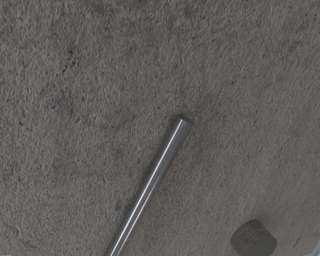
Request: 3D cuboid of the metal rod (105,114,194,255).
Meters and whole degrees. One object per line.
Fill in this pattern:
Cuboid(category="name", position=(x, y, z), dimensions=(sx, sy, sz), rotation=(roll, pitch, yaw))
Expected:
Cuboid(category="metal rod", position=(-0.029, 0.115, 0.462), dimensions=(0.025, 0.025, 0.298), rotation=(15, 111, -34))

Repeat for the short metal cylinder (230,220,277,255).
Cuboid(category="short metal cylinder", position=(0.195, 0.240, 0.646), dimensions=(0.081, 0.050, 0.079), rotation=(-14, 124, -21))
